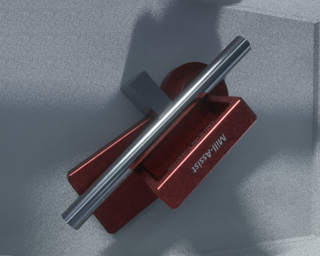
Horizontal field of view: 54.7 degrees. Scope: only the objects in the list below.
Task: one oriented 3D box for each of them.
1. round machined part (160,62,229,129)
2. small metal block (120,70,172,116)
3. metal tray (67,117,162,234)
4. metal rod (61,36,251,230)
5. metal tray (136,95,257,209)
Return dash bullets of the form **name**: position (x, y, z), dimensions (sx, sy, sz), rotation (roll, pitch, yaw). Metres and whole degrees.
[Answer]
- **round machined part**: position (0.052, -0.041, 0.420), dimensions (0.099, 0.042, 0.097), rotation (0, 90, -21)
- **small metal block**: position (-0.019, -0.042, 0.390), dimensions (0.025, 0.050, 0.050), rotation (-47, 105, -14)
- **metal tray**: position (-0.038, 0.056, 0.393), dimensions (0.131, 0.030, 0.090), rotation (-37, 102, -17)
- **metal rod**: position (0.003, -0.002, 0.370), dimensions (0.300, 0.025, 0.025), rotation (-46, 105, -10)
- **metal tray**: position (0.035, 0.020, 0.348), dimensions (0.130, 0.090, 0.030), rotation (-46, 108, -8)
